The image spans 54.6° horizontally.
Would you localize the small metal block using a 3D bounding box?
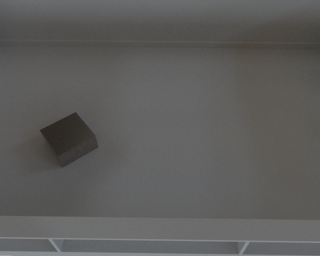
[{"bbox_3d":[-0.115,0.014,0.393,0.050,0.025,0.050,-31,57,-24],"label":"small metal block"}]
